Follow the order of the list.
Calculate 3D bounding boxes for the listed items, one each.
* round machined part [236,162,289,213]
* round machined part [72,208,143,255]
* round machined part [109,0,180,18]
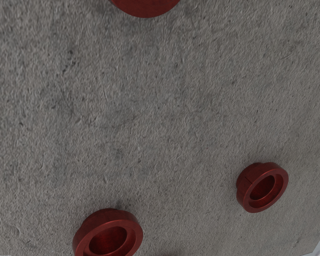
[{"bbox_3d":[0.176,0.101,0.554,0.099,0.042,0.097,-14,124,-21],"label":"round machined part"},{"bbox_3d":[-0.078,0.156,0.450,0.099,0.042,0.097,-14,124,-21],"label":"round machined part"},{"bbox_3d":[-0.010,-0.155,0.294,0.099,0.042,0.097,-14,124,-21],"label":"round machined part"}]
